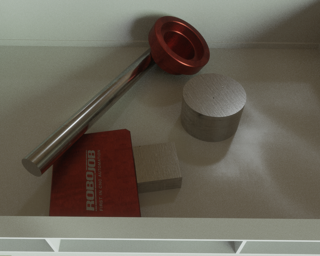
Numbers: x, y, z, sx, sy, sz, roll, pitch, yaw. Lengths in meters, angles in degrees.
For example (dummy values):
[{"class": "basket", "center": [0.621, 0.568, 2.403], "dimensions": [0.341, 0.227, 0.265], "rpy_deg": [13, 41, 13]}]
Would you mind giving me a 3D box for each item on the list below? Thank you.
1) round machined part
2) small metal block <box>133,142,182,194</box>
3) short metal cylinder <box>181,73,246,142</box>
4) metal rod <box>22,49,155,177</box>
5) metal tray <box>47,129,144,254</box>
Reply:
[{"class": "round machined part", "center": [0.025, -0.121, 0.479], "dimensions": [0.099, 0.042, 0.098], "rpy_deg": [17, 53, -24]}, {"class": "small metal block", "center": [-0.004, 0.046, 0.366], "dimensions": [0.050, 0.025, 0.050], "rpy_deg": [-6, 50, -6]}, {"class": "short metal cylinder", "center": [0.069, -0.028, 0.413], "dimensions": [0.081, 0.050, 0.080], "rpy_deg": [0, 50, 0]}, {"class": "metal rod", "center": [-0.064, -0.048, 0.418], "dimensions": [0.025, 0.025, 0.301], "rpy_deg": [21, 45, 17]}, {"class": "metal tray", "center": [-0.071, 0.064, 0.347], "dimensions": [0.091, 0.030, 0.130], "rpy_deg": [-7, 50, -6]}]
